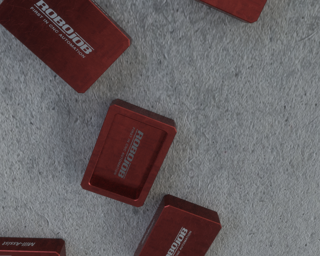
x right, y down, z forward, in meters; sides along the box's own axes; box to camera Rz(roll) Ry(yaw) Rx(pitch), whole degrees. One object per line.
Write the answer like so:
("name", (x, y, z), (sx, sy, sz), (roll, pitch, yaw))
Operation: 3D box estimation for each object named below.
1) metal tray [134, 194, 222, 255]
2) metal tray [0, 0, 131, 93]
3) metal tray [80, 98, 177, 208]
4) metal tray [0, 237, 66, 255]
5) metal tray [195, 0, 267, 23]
("metal tray", (0.024, 0.173, 0.471), (0.090, 0.030, 0.129), (22, 108, -8))
("metal tray", (-0.110, -0.116, 0.363), (0.090, 0.030, 0.130), (-43, 105, 14))
("metal tray", (-0.043, 0.036, 0.419), (0.090, 0.030, 0.129), (21, 109, -8))
("metal tray", (-0.216, 0.218, 0.485), (0.131, 0.030, 0.089), (2, 110, -1))
("metal tray", (0.090, -0.193, 0.337), (0.090, 0.030, 0.129), (21, 109, -8))
